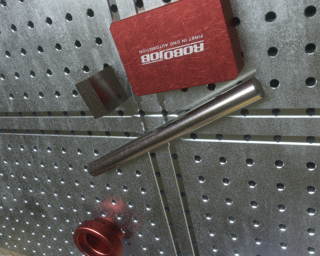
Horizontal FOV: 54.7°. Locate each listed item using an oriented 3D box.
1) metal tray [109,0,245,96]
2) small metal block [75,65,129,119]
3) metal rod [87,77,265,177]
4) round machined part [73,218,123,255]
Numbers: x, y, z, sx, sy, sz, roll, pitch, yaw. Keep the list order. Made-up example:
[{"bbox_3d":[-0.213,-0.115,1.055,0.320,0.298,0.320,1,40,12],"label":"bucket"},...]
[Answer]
[{"bbox_3d":[0.017,-0.090,0.342,0.130,0.030,0.090,-6,116,30],"label":"metal tray"},{"bbox_3d":[-0.074,-0.047,0.403,0.025,0.050,0.050,-16,110,34],"label":"small metal block"},{"bbox_3d":[-0.002,0.012,0.418,0.299,0.025,0.025,-28,104,37],"label":"metal rod"},{"bbox_3d":[-0.112,0.211,0.587,0.098,0.042,0.097,13,124,20],"label":"round machined part"}]
